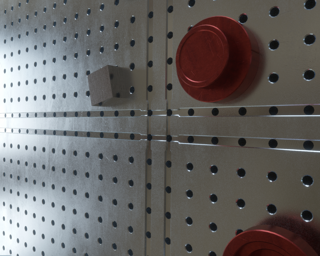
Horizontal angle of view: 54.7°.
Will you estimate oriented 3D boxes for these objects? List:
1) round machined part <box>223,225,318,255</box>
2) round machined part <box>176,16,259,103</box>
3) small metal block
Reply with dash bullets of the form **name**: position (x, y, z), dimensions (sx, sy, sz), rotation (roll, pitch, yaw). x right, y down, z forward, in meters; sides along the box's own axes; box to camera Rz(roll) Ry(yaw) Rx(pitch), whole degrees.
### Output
- **round machined part**: position (0.114, 0.145, 0.304), dimensions (0.098, 0.042, 0.097), rotation (0, 90, 40)
- **round machined part**: position (0.057, -0.078, 0.351), dimensions (0.098, 0.042, 0.097), rotation (0, 90, 40)
- **small metal block**: position (-0.084, -0.064, 0.479), dimensions (0.050, 0.025, 0.050), rotation (-16, 80, 39)
